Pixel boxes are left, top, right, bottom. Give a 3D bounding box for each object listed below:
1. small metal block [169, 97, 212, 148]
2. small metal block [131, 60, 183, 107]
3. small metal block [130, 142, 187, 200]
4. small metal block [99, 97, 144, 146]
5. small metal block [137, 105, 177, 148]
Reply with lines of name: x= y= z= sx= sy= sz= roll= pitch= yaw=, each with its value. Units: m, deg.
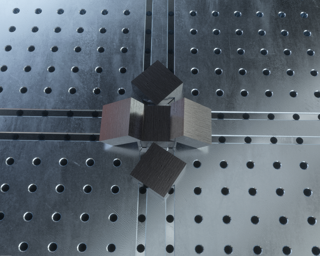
small metal block: x=0.040 y=-0.005 z=0.399 sx=0.050 sy=0.025 sz=0.050 roll=19 pitch=65 yaw=-37
small metal block: x=-0.004 y=-0.058 z=0.433 sx=0.050 sy=0.025 sz=0.050 roll=-42 pitch=75 yaw=-14
small metal block: x=-0.002 y=0.054 z=0.391 sx=0.050 sy=0.025 sz=0.050 roll=32 pitch=74 yaw=12
small metal block: x=-0.049 y=-0.007 z=0.401 sx=0.050 sy=0.025 sz=0.050 roll=-12 pitch=67 yaw=35
small metal block: x=-0.003 y=-0.002 z=0.412 sx=0.050 sy=0.025 sz=0.050 roll=1 pitch=69 yaw=0
